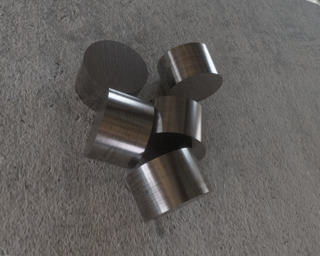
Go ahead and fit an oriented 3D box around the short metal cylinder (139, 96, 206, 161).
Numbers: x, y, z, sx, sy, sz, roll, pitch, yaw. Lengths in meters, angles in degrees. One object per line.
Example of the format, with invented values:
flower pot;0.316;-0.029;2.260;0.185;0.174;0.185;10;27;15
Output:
short metal cylinder;0.015;0.006;0.373;0.081;0.080;0.050;18;55;-18

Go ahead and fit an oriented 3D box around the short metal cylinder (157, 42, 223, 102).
short metal cylinder;0.041;-0.074;0.436;0.081;0.080;0.050;-3;64;-30

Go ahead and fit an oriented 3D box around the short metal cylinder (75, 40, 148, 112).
short metal cylinder;-0.062;-0.064;0.393;0.081;0.050;0.080;14;56;-21

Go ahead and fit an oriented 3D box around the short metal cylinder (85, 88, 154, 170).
short metal cylinder;-0.046;0.001;0.343;0.050;0.080;0.080;19;55;-18

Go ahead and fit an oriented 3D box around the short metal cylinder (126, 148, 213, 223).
short metal cylinder;0.010;0.062;0.336;0.081;0.080;0.050;-14;69;-34
